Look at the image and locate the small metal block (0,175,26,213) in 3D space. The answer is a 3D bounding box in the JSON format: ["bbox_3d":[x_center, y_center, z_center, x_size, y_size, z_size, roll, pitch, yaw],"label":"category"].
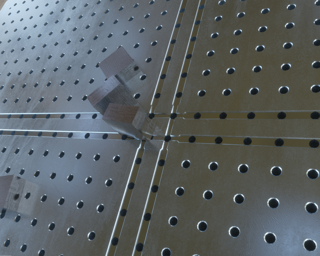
[{"bbox_3d":[-0.239,0.102,0.473,0.050,0.025,0.050,-10,57,23],"label":"small metal block"}]

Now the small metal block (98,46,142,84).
[{"bbox_3d":[-0.066,-0.098,0.505,0.050,0.025,0.050,-37,51,3],"label":"small metal block"}]

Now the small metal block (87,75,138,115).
[{"bbox_3d":[-0.069,-0.041,0.455,0.050,0.050,0.025,-41,51,0],"label":"small metal block"}]

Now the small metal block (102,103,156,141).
[{"bbox_3d":[-0.041,-0.008,0.420,0.050,0.050,0.025,10,67,32],"label":"small metal block"}]
